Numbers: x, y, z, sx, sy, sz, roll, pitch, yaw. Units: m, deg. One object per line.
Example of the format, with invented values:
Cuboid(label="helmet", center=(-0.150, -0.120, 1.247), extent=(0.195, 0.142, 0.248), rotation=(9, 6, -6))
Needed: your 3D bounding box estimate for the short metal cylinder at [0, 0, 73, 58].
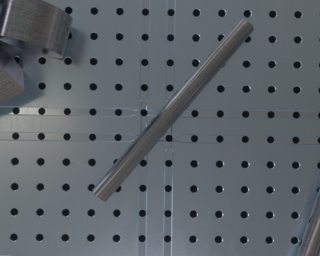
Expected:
Cuboid(label="short metal cylinder", center=(-0.155, -0.124, 0.384), extent=(0.080, 0.080, 0.050), rotation=(15, 90, 0))

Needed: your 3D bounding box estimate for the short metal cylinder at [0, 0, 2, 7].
Cuboid(label="short metal cylinder", center=(-0.230, -0.155, 0.384), extent=(0.080, 0.080, 0.050), rotation=(-41, 90, 0))

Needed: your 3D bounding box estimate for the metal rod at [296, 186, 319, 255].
Cuboid(label="metal rod", center=(0.226, 0.087, 0.415), extent=(0.025, 0.025, 0.299), rotation=(19, 90, 0))

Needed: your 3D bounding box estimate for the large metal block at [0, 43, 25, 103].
Cuboid(label="large metal block", center=(-0.227, -0.069, 0.377), extent=(0.080, 0.080, 0.050), rotation=(-26, 49, 0))

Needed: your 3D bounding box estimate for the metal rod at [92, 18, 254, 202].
Cuboid(label="metal rod", center=(0.018, -0.024, 0.413), extent=(0.025, 0.025, 0.300), rotation=(41, 90, 0))
